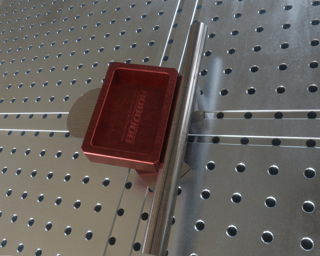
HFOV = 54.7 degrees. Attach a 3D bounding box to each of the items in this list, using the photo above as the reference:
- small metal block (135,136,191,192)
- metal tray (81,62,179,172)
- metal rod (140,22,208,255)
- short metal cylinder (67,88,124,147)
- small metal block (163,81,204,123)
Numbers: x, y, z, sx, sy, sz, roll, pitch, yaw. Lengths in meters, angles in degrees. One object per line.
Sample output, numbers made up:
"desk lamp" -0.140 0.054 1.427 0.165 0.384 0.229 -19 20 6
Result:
"small metal block" 0.000 0.046 0.378 0.050 0.025 0.050 -43 51 -2
"metal tray" -0.032 -0.017 0.380 0.090 0.030 0.130 8 64 10
"metal rod" 0.024 -0.007 0.366 0.025 0.025 0.300 -1 61 27
"short metal cylinder" -0.083 -0.010 0.439 0.080 0.050 0.080 -13 56 20
"small metal block" 0.029 -0.031 0.411 0.050 0.025 0.050 -14 56 20
